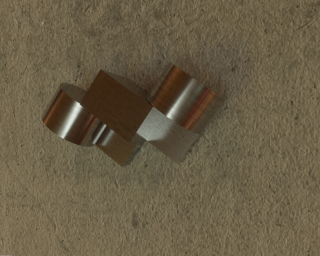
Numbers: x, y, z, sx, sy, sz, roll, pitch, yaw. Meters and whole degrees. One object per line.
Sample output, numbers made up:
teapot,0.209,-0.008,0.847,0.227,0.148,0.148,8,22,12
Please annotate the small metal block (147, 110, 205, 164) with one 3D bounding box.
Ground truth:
small metal block,0.021,0.011,0.403,0.050,0.025,0.050,37,102,16

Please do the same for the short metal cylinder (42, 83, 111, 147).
short metal cylinder,-0.110,-0.018,0.420,0.080,0.080,0.050,37,102,16

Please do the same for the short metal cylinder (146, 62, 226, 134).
short metal cylinder,0.031,-0.036,0.370,0.080,0.080,0.050,37,102,16

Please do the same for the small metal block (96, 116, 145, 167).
small metal block,-0.053,0.017,0.429,0.050,0.025,0.050,37,102,16

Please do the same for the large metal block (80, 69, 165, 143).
large metal block,-0.039,-0.026,0.395,0.080,0.080,0.050,37,102,16
